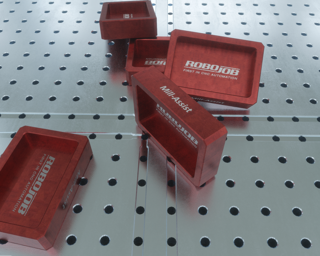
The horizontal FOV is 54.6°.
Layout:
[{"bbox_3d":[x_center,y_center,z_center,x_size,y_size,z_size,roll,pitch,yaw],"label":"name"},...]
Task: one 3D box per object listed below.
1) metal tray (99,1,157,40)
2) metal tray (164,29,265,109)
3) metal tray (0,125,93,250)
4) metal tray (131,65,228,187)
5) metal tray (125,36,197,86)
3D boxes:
[{"bbox_3d":[-0.056,-0.193,0.543,0.091,0.030,0.130,-5,35,-4],"label":"metal tray"},{"bbox_3d":[0.073,-0.083,0.438,0.131,0.030,0.090,9,84,1],"label":"metal tray"},{"bbox_3d":[-0.143,0.061,0.352,0.090,0.030,0.130,9,51,8],"label":"metal tray"},{"bbox_3d":[0.017,-0.003,0.368,0.030,0.090,0.130,-31,57,-23],"label":"metal tray"},{"bbox_3d":[0.015,-0.108,0.495,0.131,0.030,0.090,1,50,0],"label":"metal tray"}]
